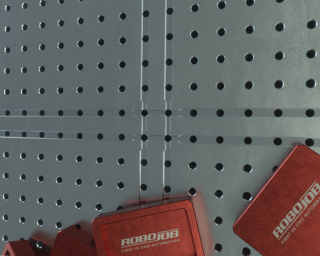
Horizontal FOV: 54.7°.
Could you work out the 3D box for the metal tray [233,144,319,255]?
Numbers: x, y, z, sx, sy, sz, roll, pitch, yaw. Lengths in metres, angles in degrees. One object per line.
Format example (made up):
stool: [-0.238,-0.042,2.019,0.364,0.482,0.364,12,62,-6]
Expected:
metal tray: [0.158,0.093,0.354,0.090,0.030,0.129,37,101,16]

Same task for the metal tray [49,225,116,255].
metal tray: [-0.124,0.221,0.452,0.090,0.030,0.129,23,97,18]

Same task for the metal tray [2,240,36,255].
metal tray: [-0.223,0.250,0.467,0.090,0.030,0.129,34,103,40]

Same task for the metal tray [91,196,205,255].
metal tray: [-0.013,0.145,0.397,0.131,0.030,0.090,-13,86,5]
